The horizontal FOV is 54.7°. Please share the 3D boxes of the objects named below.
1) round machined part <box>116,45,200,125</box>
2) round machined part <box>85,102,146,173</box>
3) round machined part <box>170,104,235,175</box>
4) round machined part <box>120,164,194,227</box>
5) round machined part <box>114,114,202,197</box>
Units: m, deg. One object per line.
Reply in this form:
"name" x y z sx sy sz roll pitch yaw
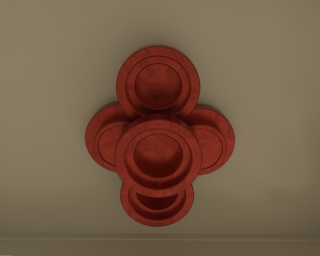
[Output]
"round machined part" -0.002 -0.053 0.380 0.099 0.042 0.097 0 110 -1
"round machined part" -0.049 0.017 0.406 0.099 0.042 0.097 0 110 -1
"round machined part" 0.050 0.020 0.408 0.099 0.042 0.097 0 110 -1
"round machined part" -0.004 0.085 0.431 0.099 0.042 0.097 0 110 -1
"round machined part" -0.002 0.029 0.366 0.099 0.042 0.097 0 110 -1
